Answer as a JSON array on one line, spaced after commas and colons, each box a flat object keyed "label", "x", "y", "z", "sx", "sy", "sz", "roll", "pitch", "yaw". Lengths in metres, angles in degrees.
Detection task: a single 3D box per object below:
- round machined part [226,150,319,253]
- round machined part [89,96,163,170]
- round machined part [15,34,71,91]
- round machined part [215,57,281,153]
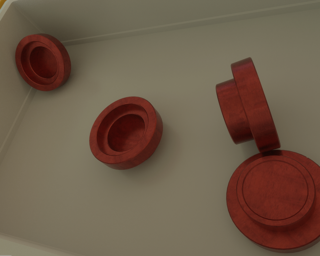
[{"label": "round machined part", "x": 0.112, "y": 0.065, "z": 0.296, "sx": 0.098, "sy": 0.042, "sz": 0.098, "roll": -13, "pitch": 56, "yaw": 21}, {"label": "round machined part", "x": -0.040, "y": 0.010, "z": 0.410, "sx": 0.098, "sy": 0.042, "sz": 0.098, "roll": -13, "pitch": 56, "yaw": 21}, {"label": "round machined part", "x": -0.201, "y": -0.118, "z": 0.550, "sx": 0.098, "sy": 0.097, "sz": 0.042, "roll": -11, "pitch": 18, "yaw": 22}, {"label": "round machined part", "x": 0.089, "y": -0.020, "z": 0.325, "sx": 0.042, "sy": 0.098, "sz": 0.098, "roll": -18, "pitch": 55, "yaw": 18}]
